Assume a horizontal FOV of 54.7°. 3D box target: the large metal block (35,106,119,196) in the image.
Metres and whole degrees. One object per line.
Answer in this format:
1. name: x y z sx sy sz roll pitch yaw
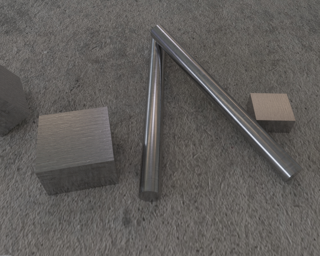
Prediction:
1. large metal block: -0.096 0.026 0.365 0.081 0.050 0.080 -9 51 -7

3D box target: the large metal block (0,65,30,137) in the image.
1. large metal block: -0.223 -0.047 0.396 0.050 0.080 0.080 -37 54 7

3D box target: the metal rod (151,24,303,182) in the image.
1. metal rod: 0.075 -0.050 0.429 0.025 0.025 0.300 -26 60 -20

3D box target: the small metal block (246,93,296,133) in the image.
1. small metal block: 0.149 -0.021 0.422 0.050 0.025 0.050 1 50 1

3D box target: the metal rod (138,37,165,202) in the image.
1. metal rod: -0.007 -0.040 0.436 0.025 0.025 0.300 1 50 1
